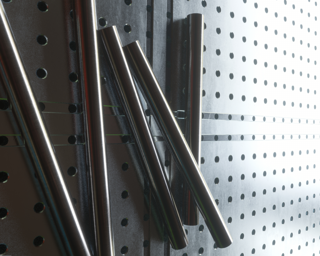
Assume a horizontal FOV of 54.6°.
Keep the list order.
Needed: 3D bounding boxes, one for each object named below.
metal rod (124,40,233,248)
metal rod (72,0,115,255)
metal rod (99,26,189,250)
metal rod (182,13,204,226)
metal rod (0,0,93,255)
[{"bbox_3d":[0.027,0.030,0.408,0.025,0.025,0.299,-34,105,-35],"label":"metal rod"},{"bbox_3d":[-0.074,-0.003,0.346,0.025,0.025,0.298,-7,94,-40],"label":"metal rod"},{"bbox_3d":[-0.017,0.024,0.393,0.025,0.025,0.299,-29,108,-36],"label":"metal rod"},{"bbox_3d":[0.048,-0.013,0.447,0.025,0.025,0.298,2,89,-40],"label":"metal rod"},{"bbox_3d":[-0.121,0.012,0.306,0.025,0.025,0.299,-25,106,-37],"label":"metal rod"}]
